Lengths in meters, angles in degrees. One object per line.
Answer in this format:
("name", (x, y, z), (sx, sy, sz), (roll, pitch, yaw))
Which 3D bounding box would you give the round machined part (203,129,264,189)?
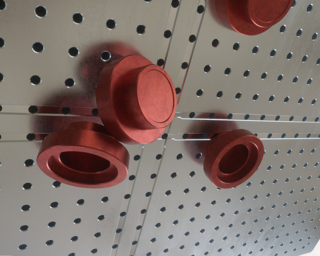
("round machined part", (0.110, 0.044, 0.486), (0.099, 0.042, 0.097), (-14, 124, -21))

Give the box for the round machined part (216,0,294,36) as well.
("round machined part", (0.119, -0.158, 0.367), (0.099, 0.042, 0.097), (-14, 124, -21))

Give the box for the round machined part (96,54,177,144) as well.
("round machined part", (-0.018, -0.032, 0.336), (0.099, 0.042, 0.098), (10, 77, -51))

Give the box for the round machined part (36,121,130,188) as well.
("round machined part", (-0.084, 0.029, 0.352), (0.098, 0.042, 0.098), (2, 144, 2))
